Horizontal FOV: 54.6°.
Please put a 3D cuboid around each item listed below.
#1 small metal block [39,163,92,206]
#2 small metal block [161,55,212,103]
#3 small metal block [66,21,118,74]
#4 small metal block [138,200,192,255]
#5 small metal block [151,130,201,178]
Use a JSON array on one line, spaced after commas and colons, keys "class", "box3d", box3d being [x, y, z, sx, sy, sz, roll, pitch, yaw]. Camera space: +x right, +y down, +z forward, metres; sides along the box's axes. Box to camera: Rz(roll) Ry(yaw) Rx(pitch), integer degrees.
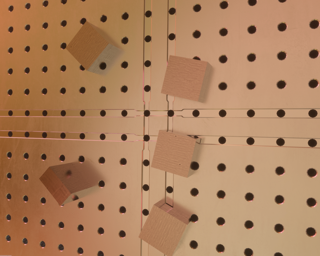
[{"class": "small metal block", "box3d": [-0.135, 0.079, 0.448, 0.050, 0.050, 0.025, 46, 105, 14]}, {"class": "small metal block", "box3d": [0.034, -0.063, 0.401, 0.050, 0.025, 0.050, 15, 95, 19]}, {"class": "small metal block", "box3d": [-0.099, -0.116, 0.448, 0.050, 0.025, 0.050, 46, 104, 14]}, {"class": "small metal block", "box3d": [0.007, 0.133, 0.410, 0.050, 0.025, 0.050, 27, 99, 18]}, {"class": "small metal block", "box3d": [0.021, 0.032, 0.406, 0.050, 0.025, 0.050, 14, 95, 19]}]
